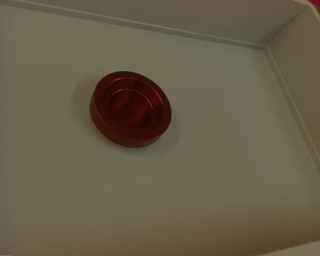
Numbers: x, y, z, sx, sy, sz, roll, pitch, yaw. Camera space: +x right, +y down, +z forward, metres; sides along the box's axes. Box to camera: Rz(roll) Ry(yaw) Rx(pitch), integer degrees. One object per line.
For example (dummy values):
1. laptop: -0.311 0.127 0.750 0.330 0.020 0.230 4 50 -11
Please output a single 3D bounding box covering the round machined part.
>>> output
1. round machined part: -0.039 -0.019 0.385 0.099 0.042 0.098 13 56 -21
